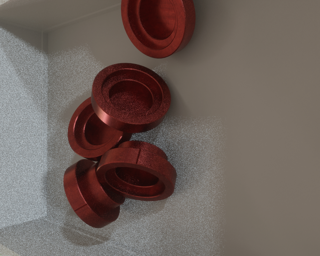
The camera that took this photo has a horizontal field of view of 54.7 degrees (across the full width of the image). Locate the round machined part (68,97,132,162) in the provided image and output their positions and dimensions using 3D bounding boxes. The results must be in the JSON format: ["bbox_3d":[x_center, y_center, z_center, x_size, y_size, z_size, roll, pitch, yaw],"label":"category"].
[{"bbox_3d":[-0.079,0.002,0.446,0.098,0.042,0.098,-10,64,21],"label":"round machined part"}]

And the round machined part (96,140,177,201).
[{"bbox_3d":[-0.027,0.052,0.394,0.098,0.098,0.042,-22,41,38],"label":"round machined part"}]

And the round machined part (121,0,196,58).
[{"bbox_3d":[0.002,-0.139,0.378,0.098,0.042,0.097,22,129,31],"label":"round machined part"}]

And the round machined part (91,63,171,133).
[{"bbox_3d":[-0.038,-0.034,0.399,0.098,0.099,0.042,59,150,23],"label":"round machined part"}]

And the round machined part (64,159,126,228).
[{"bbox_3d":[-0.085,0.086,0.435,0.042,0.098,0.098,-32,69,12],"label":"round machined part"}]
